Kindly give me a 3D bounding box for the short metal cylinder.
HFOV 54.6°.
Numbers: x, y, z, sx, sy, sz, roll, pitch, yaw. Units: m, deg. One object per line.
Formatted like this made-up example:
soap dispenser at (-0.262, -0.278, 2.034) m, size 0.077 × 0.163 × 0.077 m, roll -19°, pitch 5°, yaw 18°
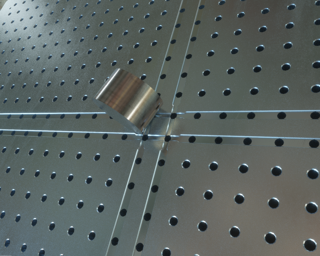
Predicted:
short metal cylinder at (-0.043, -0.035, 0.418) m, size 0.080 × 0.080 × 0.050 m, roll 26°, pitch 77°, yaw 37°
